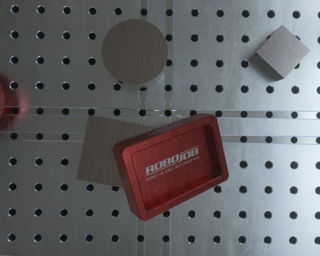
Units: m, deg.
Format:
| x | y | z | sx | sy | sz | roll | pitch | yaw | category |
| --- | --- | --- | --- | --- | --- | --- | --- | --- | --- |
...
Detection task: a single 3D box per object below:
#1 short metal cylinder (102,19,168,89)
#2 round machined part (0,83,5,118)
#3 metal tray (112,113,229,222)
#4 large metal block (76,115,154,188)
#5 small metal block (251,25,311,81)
| x | y | z | sx | sy | sz | roll | pitch | yaw | category |
| --- | --- | --- | --- | --- | --- | --- | --- | --- | --- |
| -0.031 | -0.093 | 0.400 | 0.081 | 0.050 | 0.079 | 0 | 90 | -1 | short metal cylinder |
| -0.251 | -0.035 | 0.402 | 0.099 | 0.042 | 0.097 | 0 | 90 | -1 | round machined part |
| 0.018 | 0.043 | 0.376 | 0.131 | 0.030 | 0.089 | -20 | 104 | -25 | metal tray |
| -0.054 | 0.030 | 0.400 | 0.080 | 0.050 | 0.080 | 11 | 90 | -1 | large metal block |
| 0.161 | -0.100 | 0.416 | 0.050 | 0.025 | 0.050 | 43 | 90 | -1 | small metal block |
